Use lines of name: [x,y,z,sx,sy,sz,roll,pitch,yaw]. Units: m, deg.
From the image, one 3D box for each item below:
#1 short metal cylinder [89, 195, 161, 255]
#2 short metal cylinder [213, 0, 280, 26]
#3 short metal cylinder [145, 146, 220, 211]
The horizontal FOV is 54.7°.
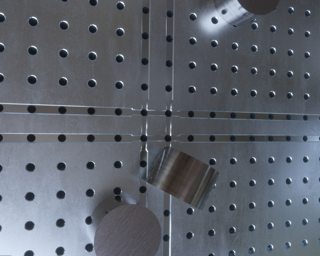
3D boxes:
short metal cylinder: [-0.045,0.128,0.383,0.081,0.050,0.079,0,90,-20]
short metal cylinder: [0.124,-0.194,0.445,0.081,0.050,0.079,0,90,-20]
short metal cylinder: [0.029,0.063,0.394,0.080,0.080,0.050,30,80,-18]
